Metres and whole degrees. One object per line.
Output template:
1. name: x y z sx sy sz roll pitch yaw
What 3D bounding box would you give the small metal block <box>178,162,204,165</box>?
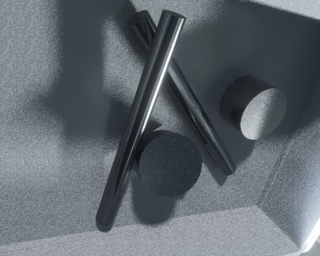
1. small metal block: 0.030 0.064 0.467 0.050 0.025 0.050 9 114 -33

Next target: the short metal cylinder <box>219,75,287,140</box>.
1. short metal cylinder: 0.135 -0.030 0.450 0.081 0.050 0.079 -14 125 -21

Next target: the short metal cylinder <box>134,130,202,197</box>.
1. short metal cylinder: 0.008 0.044 0.405 0.081 0.050 0.079 -1 95 -14

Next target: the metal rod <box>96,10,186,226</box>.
1. metal rod: -0.033 0.009 0.378 0.025 0.025 0.298 3 123 -30

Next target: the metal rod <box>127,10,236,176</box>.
1. metal rod: 0.046 -0.024 0.420 0.025 0.025 0.300 -39 130 -2
